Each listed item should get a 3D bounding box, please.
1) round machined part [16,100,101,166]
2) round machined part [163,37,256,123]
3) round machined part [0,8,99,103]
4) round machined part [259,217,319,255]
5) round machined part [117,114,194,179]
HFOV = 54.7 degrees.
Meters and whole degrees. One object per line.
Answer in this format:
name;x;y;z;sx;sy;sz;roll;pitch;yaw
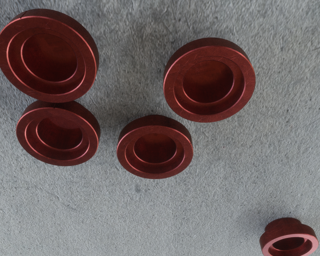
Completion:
round machined part;-0.125;0.001;0.395;0.099;0.042;0.097;0;130;0
round machined part;0.053;-0.056;0.348;0.099;0.042;0.097;0;130;0
round machined part;-0.114;-0.078;0.328;0.099;0.042;0.097;0;130;0
round machined part;0.233;0.201;0.570;0.099;0.042;0.097;0;130;0
round machined part;-0.006;0.021;0.414;0.099;0.042;0.097;0;130;0
